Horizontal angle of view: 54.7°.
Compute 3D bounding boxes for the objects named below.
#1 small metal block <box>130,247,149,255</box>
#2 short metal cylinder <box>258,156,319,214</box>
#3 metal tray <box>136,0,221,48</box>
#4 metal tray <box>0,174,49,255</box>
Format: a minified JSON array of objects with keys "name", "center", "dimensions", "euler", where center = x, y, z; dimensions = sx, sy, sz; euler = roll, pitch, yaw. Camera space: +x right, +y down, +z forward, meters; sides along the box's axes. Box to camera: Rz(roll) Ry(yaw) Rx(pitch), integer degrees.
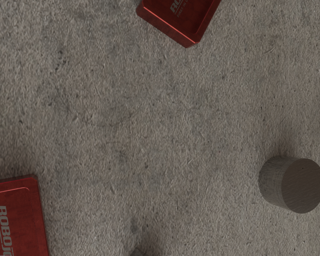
[{"name":"small metal block","center":[-0.012,0.184,0.392],"dimensions":[0.050,0.050,0.025],"euler":[40,78,-16]},{"name":"short metal cylinder","center":[0.199,0.083,0.470],"dimensions":[0.081,0.050,0.080],"euler":[0,90,-20]},{"name":"metal tray","center":[0.037,-0.187,0.419],"dimensions":[0.090,0.030,0.130],"euler":[30,80,-18]},{"name":"metal tray","center":[-0.174,0.124,0.342],"dimensions":[0.091,0.030,0.129],"euler":[-9,93,-20]}]
